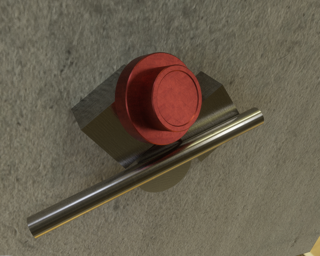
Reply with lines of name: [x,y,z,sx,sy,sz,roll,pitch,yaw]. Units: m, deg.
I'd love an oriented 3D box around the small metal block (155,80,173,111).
small metal block: [0.011,-0.054,0.381,0.050,0.025,0.050,-40,130,-1]

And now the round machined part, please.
round machined part: [0.006,-0.030,0.326,0.099,0.042,0.097,-3,94,-40]

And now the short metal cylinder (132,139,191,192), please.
short metal cylinder: [-0.005,0.039,0.414,0.081,0.050,0.079,-14,125,-21]

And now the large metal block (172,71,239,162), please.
large metal block: [0.055,-0.015,0.415,0.080,0.050,0.080,-41,130,0]

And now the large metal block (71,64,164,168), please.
large metal block: [-0.041,-0.012,0.362,0.080,0.050,0.080,-41,130,-1]

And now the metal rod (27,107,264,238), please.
metal rod: [-0.005,0.046,0.370,0.302,0.025,0.025,-25,128,-13]
